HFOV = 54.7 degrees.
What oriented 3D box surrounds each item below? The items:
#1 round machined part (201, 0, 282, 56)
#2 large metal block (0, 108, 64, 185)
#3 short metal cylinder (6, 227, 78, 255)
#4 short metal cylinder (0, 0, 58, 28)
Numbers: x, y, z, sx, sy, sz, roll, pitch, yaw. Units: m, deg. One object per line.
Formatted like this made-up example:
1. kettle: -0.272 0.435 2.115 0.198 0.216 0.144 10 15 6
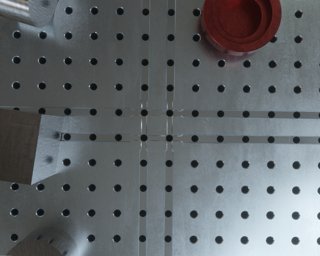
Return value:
1. round machined part: 0.102 -0.143 0.405 0.099 0.042 0.097 0 90 0
2. large metal block: -0.163 0.020 0.384 0.050 0.080 0.080 8 90 0
3. short metal cylinder: -0.152 0.175 0.400 0.081 0.050 0.080 0 90 0
4. short metal cylinder: -0.167 -0.171 0.384 0.050 0.080 0.080 17 90 0
